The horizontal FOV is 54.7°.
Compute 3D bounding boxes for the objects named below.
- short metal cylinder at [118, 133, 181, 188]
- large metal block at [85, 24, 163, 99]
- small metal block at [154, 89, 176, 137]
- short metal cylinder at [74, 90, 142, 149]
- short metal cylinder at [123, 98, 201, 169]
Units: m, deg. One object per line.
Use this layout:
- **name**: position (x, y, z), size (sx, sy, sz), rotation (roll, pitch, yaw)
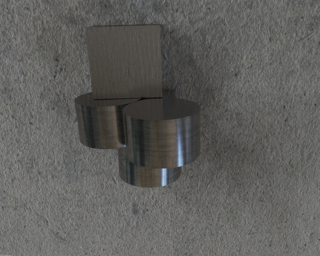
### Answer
- **short metal cylinder**: position (-0.013, 0.033, 0.394), size (0.081, 0.080, 0.050), rotation (0, 110, 0)
- **large metal block**: position (-0.039, -0.080, 0.368), size (0.080, 0.050, 0.079), rotation (-2, 110, 0)
- **small metal block**: position (0.006, -0.020, 0.393), size (0.025, 0.050, 0.050), rotation (1, 110, -1)
- **short metal cylinder**: position (-0.059, -0.013, 0.377), size (0.080, 0.080, 0.050), rotation (-2, 110, 0)
- **short metal cylinder**: position (0.003, 0.002, 0.330), size (0.080, 0.080, 0.050), rotation (-2, 110, 0)
